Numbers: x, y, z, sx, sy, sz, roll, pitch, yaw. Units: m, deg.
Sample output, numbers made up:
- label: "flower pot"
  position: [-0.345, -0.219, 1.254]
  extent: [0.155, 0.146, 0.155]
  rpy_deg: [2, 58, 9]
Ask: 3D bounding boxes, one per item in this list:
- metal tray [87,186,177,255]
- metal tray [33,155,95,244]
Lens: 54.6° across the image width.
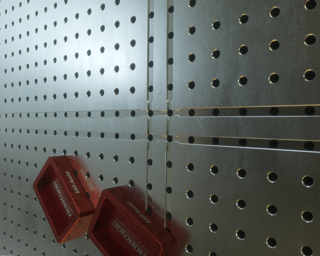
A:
- label: "metal tray"
  position: [-0.046, 0.157, 0.445]
  extent: [0.130, 0.030, 0.089]
  rpy_deg: [34, 111, 34]
- label: "metal tray"
  position: [-0.175, 0.124, 0.552]
  extent: [0.090, 0.030, 0.130]
  rpy_deg: [-52, 60, 27]
